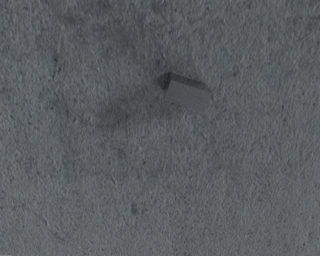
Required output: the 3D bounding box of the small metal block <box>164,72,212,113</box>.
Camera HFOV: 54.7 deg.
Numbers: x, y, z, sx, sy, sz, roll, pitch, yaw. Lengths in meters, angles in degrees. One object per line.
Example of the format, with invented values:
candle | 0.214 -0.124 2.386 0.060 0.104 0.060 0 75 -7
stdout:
small metal block | 0.032 -0.045 0.380 0.050 0.050 0.025 17 109 -7
